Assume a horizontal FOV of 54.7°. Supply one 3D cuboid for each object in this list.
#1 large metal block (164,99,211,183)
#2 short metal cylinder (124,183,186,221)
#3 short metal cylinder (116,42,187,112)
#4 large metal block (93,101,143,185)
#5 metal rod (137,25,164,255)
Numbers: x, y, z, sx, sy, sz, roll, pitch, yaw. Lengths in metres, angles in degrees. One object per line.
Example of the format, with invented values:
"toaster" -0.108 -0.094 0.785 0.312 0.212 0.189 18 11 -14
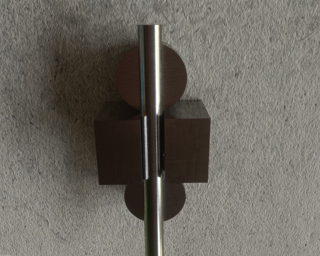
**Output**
"large metal block" 0.030 0.013 0.387 0.050 0.080 0.079 -1 110 0
"short metal cylinder" -0.007 0.082 0.428 0.081 0.050 0.079 0 110 0
"short metal cylinder" -0.009 -0.064 0.374 0.081 0.050 0.079 0 110 0
"large metal block" -0.047 0.015 0.387 0.050 0.080 0.079 -1 110 0
"metal rod" -0.009 0.034 0.369 0.025 0.025 0.298 -1 110 0
